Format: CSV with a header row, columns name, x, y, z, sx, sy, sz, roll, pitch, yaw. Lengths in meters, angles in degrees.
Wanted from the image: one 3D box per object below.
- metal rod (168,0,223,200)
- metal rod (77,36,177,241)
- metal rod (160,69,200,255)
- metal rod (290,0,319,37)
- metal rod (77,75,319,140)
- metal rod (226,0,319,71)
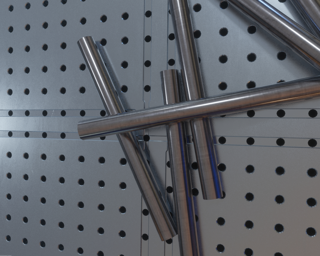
name,x,y,z,sx,sy,sz,roll,pitch,yaw
metal rod,0.042,-0.060,0.398,0.025,0.025,0.299,-11,86,20
metal rod,-0.048,0.008,0.429,0.025,0.025,0.299,-27,81,18
metal rod,0.028,0.074,0.402,0.025,0.025,0.299,-7,88,20
metal rod,0.193,-0.097,0.344,0.025,0.025,0.299,-32,80,17
metal rod,0.047,-0.023,0.369,0.301,0.025,0.025,-10,87,9
metal rod,0.131,-0.119,0.351,0.300,0.025,0.025,46,104,19
